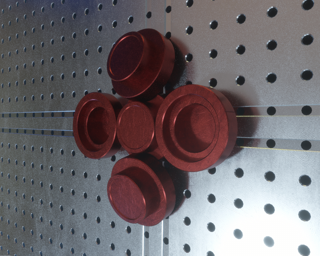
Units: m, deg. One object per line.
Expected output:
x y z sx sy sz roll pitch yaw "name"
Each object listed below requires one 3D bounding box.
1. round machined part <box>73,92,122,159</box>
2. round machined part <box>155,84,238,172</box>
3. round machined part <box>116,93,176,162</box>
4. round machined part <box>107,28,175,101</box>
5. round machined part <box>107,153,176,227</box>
-0.084 -0.003 0.464 0.098 0.042 0.097 0 90 39 "round machined part"
0.045 0.000 0.359 0.098 0.042 0.097 0 90 39 "round machined part"
-0.020 -0.001 0.412 0.098 0.042 0.097 0 90 39 "round machined part"
-0.032 -0.087 0.408 0.098 0.042 0.098 -15 66 37 "round machined part"
-0.031 0.085 0.407 0.098 0.042 0.097 14 113 36 "round machined part"
